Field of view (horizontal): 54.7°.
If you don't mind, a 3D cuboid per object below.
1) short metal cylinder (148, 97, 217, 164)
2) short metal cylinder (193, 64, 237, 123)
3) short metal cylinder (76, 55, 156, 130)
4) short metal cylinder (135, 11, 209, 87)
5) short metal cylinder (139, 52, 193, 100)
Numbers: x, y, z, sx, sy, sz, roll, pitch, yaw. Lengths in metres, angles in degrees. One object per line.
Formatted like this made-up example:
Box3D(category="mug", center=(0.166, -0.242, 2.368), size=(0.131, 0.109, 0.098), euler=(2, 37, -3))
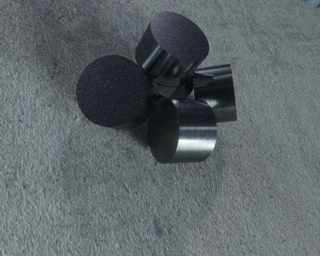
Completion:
Box3D(category="short metal cylinder", center=(0.025, 0.003, 0.382), size=(0.050, 0.080, 0.080), euler=(2, 61, -28))
Box3D(category="short metal cylinder", center=(0.078, -0.047, 0.435), size=(0.050, 0.080, 0.080), euler=(-7, 58, 12))
Box3D(category="short metal cylinder", center=(-0.049, -0.039, 0.362), size=(0.080, 0.050, 0.080), euler=(-1, 85, 10))
Box3D(category="short metal cylinder", center=(0.015, -0.100, 0.395), size=(0.081, 0.050, 0.080), euler=(14, 56, -21))
Box3D(category="short metal cylinder", center=(0.000, -0.060, 0.428), size=(0.081, 0.050, 0.080), euler=(14, 56, -21))
